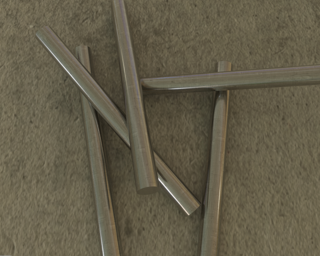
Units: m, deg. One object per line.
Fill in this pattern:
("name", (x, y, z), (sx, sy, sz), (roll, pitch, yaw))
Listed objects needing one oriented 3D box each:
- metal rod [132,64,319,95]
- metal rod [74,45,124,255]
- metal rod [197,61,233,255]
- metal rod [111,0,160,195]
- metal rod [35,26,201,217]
("metal rod", (0.111, -0.062, 0.397), (0.301, 0.025, 0.025), (-2, 70, 12))
("metal rod", (-0.081, 0.026, 0.397), (0.025, 0.025, 0.299), (-11, 70, -4))
("metal rod", (0.070, 0.050, 0.390), (0.025, 0.025, 0.299), (8, 70, 2))
("metal rod", (-0.038, -0.061, 0.402), (0.025, 0.025, 0.299), (-9, 60, -4))
("metal rod", (-0.057, -0.014, 0.392), (0.025, 0.025, 0.300), (-39, 82, -13))
